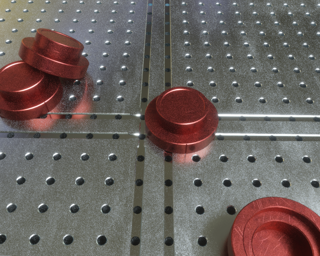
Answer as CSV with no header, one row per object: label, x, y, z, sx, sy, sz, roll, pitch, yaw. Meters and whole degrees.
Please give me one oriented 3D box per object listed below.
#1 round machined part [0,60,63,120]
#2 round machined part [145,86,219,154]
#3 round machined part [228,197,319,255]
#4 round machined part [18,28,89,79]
round machined part,-0.195,-0.061,0.445,0.099,0.042,0.098,0,50,0
round machined part,0.029,-0.017,0.412,0.099,0.042,0.098,0,50,0
round machined part,0.114,0.120,0.297,0.099,0.042,0.098,0,50,0
round machined part,-0.153,-0.114,0.460,0.099,0.042,0.098,22,21,-9
